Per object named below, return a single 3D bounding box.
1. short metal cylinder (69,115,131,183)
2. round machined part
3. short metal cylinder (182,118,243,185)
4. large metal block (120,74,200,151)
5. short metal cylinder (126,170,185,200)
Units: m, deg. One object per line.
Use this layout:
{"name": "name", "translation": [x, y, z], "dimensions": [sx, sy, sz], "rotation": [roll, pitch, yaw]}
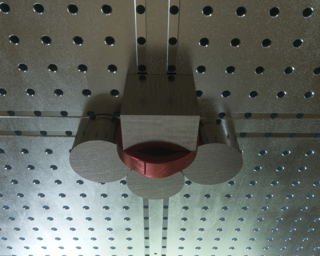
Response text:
{"name": "short metal cylinder", "translation": [-0.077, 0.029, 0.420], "dimensions": [0.081, 0.050, 0.079], "rotation": [0, 130, 0]}
{"name": "round machined part", "translation": [-0.003, 0.023, 0.381], "dimensions": [0.099, 0.098, 0.042], "rotation": [1, 130, -2]}
{"name": "short metal cylinder", "translation": [0.068, 0.033, 0.424], "dimensions": [0.081, 0.050, 0.079], "rotation": [0, 130, 0]}
{"name": "large metal block", "translation": [0.000, -0.020, 0.358], "dimensions": [0.081, 0.080, 0.050], "rotation": [1, 130, -1]}
{"name": "short metal cylinder", "translation": [-0.006, 0.058, 0.445], "dimensions": [0.081, 0.050, 0.079], "rotation": [0, 130, 0]}
